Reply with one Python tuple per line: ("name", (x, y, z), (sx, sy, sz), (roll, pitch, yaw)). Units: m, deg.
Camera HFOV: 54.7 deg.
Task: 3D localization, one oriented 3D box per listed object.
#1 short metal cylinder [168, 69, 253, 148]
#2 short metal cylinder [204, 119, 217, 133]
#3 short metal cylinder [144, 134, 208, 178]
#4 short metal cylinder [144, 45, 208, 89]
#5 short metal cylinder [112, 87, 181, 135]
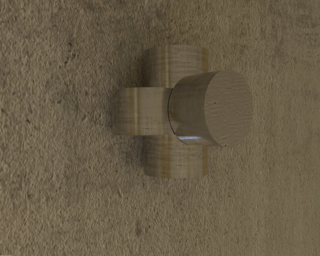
("short metal cylinder", (0.056, -0.020, 0.334), (0.081, 0.050, 0.079), (0, 90, -40))
("short metal cylinder", (0.047, -0.019, 0.412), (0.081, 0.080, 0.050), (-1, 91, -40))
("short metal cylinder", (0.020, 0.032, 0.389), (0.081, 0.080, 0.050), (0, 91, -40))
("short metal cylinder", (0.020, -0.070, 0.389), (0.081, 0.080, 0.050), (-2, 92, -40))
("short metal cylinder", (-0.015, -0.018, 0.360), (0.081, 0.080, 0.050), (-2, 91, -40))
